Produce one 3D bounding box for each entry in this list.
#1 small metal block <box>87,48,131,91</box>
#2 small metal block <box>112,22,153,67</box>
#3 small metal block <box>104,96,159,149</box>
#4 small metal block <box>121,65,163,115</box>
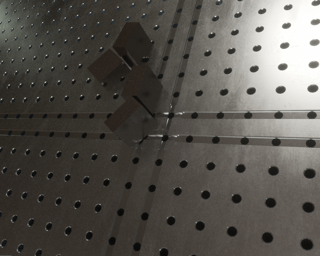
[{"bbox_3d":[-0.084,-0.096,0.509,0.050,0.025,0.050,-42,51,-1],"label":"small metal block"},{"bbox_3d":[-0.042,-0.132,0.494,0.025,0.050,0.050,12,68,33],"label":"small metal block"},{"bbox_3d":[-0.037,-0.006,0.414,0.050,0.050,0.025,-45,51,-3],"label":"small metal block"},{"bbox_3d":[-0.024,-0.053,0.436,0.025,0.050,0.050,4,64,30],"label":"small metal block"}]
